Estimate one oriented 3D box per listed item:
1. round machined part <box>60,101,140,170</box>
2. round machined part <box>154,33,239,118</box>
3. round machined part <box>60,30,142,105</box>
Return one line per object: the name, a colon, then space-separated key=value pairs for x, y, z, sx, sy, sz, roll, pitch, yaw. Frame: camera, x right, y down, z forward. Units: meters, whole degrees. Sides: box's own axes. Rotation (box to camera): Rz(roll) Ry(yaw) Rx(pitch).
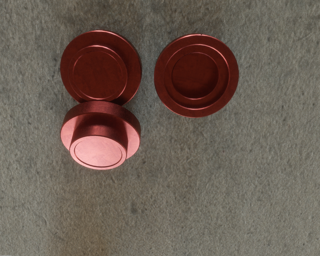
round machined part: x=-0.074 y=0.016 z=0.385 sx=0.099 sy=0.042 sz=0.097 roll=0 pitch=137 yaw=0
round machined part: x=0.042 y=-0.065 z=0.377 sx=0.099 sy=0.042 sz=0.097 roll=0 pitch=110 yaw=-1
round machined part: x=-0.072 y=-0.067 z=0.375 sx=0.099 sy=0.042 sz=0.097 roll=0 pitch=110 yaw=-1
